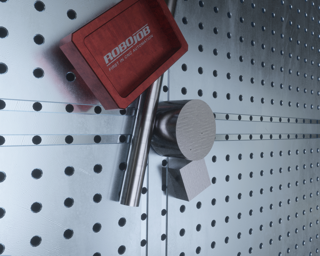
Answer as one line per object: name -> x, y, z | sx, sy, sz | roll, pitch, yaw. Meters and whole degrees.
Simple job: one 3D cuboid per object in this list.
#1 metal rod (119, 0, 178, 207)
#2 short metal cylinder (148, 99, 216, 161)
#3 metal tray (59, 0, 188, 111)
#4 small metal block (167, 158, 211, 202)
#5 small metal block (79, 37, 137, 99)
metal rod -> -0.011, -0.051, 0.401 | 0.025, 0.025, 0.299 | 18, 79, -39
short metal cylinder -> 0.031, 0.002, 0.418 | 0.081, 0.050, 0.079 | -2, 93, -44
metal tray -> -0.033, -0.092, 0.346 | 0.131, 0.030, 0.090 | -47, 117, -30
small metal block -> 0.043, 0.070, 0.448 | 0.050, 0.025, 0.050 | -27, 108, -37
small metal block -> -0.059, -0.068, 0.361 | 0.050, 0.025, 0.050 | 50, 60, -29
